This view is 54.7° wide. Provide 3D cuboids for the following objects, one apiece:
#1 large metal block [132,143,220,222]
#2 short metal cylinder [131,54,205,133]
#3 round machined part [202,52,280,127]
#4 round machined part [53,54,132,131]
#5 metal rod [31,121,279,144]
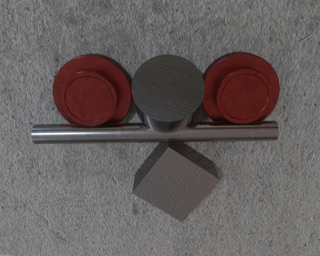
[{"bbox_3d":[0.020,0.066,0.420,0.080,0.050,0.080,34,107,-12],"label":"large metal block"},{"bbox_3d":[0.009,-0.038,0.364,0.080,0.050,0.080,0,75,0],"label":"short metal cylinder"},{"bbox_3d":[0.101,-0.043,0.387,0.099,0.042,0.097,0,110,0],"label":"round machined part"},{"bbox_3d":[-0.084,-0.040,0.385,0.099,0.042,0.097,0,110,0],"label":"round machined part"},{"bbox_3d":[-0.006,0.006,0.390,0.302,0.025,0.025,-1,110,0],"label":"metal rod"}]
